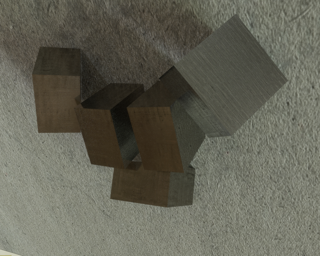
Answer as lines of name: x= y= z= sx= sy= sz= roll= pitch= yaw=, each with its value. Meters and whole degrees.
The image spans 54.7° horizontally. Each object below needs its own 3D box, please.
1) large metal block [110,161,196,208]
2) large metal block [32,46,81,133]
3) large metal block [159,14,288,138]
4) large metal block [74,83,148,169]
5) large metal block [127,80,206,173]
large metal block: x=-0.007 y=0.073 z=0.412 sx=0.080 sy=0.080 sz=0.050 roll=1 pitch=80 yaw=27
large metal block: x=-0.128 y=-0.050 z=0.396 sx=0.050 sy=0.080 sz=0.079 roll=0 pitch=126 yaw=-14
large metal block: x=0.060 y=-0.047 z=0.303 sx=0.080 sy=0.080 sz=0.050 roll=50 pitch=166 yaw=-7
large metal block: x=-0.054 y=-0.006 z=0.396 sx=0.050 sy=0.080 sz=0.079 roll=5 pitch=121 yaw=25
large metal block: x=0.012 y=-0.005 z=0.362 sx=0.050 sy=0.080 sz=0.079 roll=1 pitch=119 yaw=27
